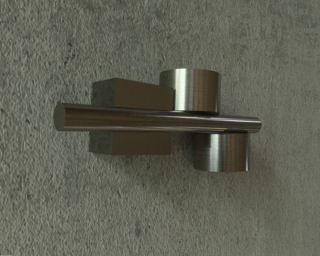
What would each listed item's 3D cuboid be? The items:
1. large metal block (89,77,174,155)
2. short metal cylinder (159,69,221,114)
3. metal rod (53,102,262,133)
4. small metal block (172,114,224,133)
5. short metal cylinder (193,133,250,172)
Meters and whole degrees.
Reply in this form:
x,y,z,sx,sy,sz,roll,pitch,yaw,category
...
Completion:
x,y,z,sx,sy,sz,roll,pitch,yaw,category
-0.032,-0.010,0.360,0.081,0.050,0.080,4,88,-40,large metal block
0.039,-0.045,0.406,0.081,0.080,0.050,3,89,-40,short metal cylinder
0.027,-0.007,0.365,0.302,0.025,0.025,1,89,-41,metal rod
0.053,-0.005,0.435,0.050,0.050,0.025,1,89,-40,small metal block
0.088,0.033,0.446,0.081,0.080,0.050,0,91,-40,short metal cylinder
